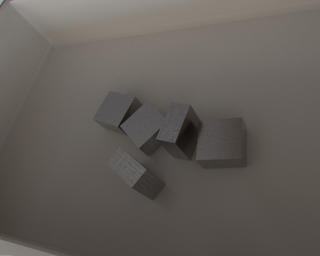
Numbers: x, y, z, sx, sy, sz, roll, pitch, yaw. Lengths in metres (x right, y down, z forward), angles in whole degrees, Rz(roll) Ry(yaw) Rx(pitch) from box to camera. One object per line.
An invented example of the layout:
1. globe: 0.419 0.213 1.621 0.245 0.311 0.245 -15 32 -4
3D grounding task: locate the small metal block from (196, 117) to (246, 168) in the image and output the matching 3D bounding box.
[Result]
1. small metal block: 0.071 0.018 0.354 0.050 0.025 0.050 -5 59 25

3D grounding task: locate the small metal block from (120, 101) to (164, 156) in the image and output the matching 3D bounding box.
1. small metal block: -0.017 0.000 0.410 0.050 0.025 0.050 -43 51 -2

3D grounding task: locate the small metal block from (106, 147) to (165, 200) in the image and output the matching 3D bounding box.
1. small metal block: -0.028 0.054 0.367 0.050 0.050 0.025 35 82 37

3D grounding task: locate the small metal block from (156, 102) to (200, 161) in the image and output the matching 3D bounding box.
1. small metal block: 0.025 0.005 0.370 0.025 0.050 0.050 10 67 31

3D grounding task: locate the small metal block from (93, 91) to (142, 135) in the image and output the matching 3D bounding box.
1. small metal block: -0.060 -0.022 0.446 0.050 0.025 0.050 16 70 34
